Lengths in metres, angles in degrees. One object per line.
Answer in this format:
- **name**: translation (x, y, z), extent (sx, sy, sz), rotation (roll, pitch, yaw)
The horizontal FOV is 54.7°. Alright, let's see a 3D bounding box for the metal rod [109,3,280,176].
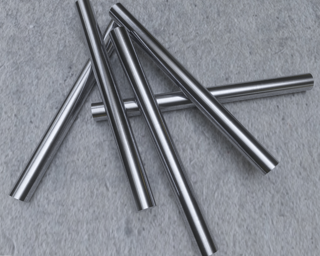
- **metal rod**: translation (0.034, -0.060, 0.402), extent (0.025, 0.025, 0.300), rotation (-38, 75, -13)

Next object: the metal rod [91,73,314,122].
- **metal rod**: translation (0.060, -0.043, 0.424), extent (0.302, 0.025, 0.025), rotation (-8, 70, -4)

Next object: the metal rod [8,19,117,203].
- **metal rod**: translation (-0.113, -0.044, 0.422), extent (0.025, 0.025, 0.300), rotation (22, 71, 7)

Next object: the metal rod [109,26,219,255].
- **metal rod**: translation (0.000, 0.008, 0.384), extent (0.025, 0.025, 0.299), rotation (-21, 79, -8)

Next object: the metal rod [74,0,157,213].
- **metal rod**: translation (-0.063, -0.042, 0.395), extent (0.025, 0.025, 0.299), rotation (-17, 71, -7)
